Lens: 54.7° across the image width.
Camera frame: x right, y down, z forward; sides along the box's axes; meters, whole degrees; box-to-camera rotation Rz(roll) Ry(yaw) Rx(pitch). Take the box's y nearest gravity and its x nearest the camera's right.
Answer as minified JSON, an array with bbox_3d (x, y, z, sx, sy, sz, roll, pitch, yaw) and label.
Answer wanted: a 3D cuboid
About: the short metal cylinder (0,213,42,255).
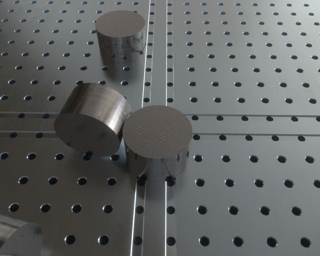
[{"bbox_3d":[-0.150,0.117,0.272,0.050,0.080,0.080,12,51,10],"label":"short metal cylinder"}]

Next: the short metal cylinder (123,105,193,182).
[{"bbox_3d":[-0.003,0.018,0.376,0.081,0.050,0.080,0,50,0],"label":"short metal cylinder"}]

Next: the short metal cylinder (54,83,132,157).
[{"bbox_3d":[-0.080,-0.009,0.378,0.080,0.080,0.050,10,51,8],"label":"short metal cylinder"}]

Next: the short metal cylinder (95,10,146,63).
[{"bbox_3d":[-0.064,-0.154,0.520,0.081,0.050,0.080,0,50,0],"label":"short metal cylinder"}]
